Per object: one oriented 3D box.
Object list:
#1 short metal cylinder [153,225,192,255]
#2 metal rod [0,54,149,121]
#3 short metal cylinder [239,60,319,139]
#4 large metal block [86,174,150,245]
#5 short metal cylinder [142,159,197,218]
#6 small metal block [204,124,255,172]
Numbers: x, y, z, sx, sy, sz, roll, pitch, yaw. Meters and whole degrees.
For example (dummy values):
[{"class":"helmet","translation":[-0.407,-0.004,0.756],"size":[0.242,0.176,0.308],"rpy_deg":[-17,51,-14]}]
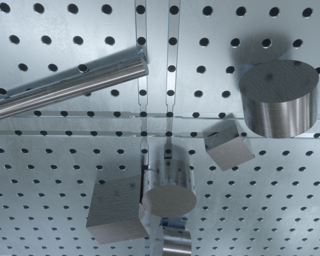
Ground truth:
[{"class":"short metal cylinder","translation":[0.020,0.223,0.565],"size":[0.050,0.080,0.079],"rpy_deg":[12,129,-10]},{"class":"metal rod","translation":[-0.159,-0.034,0.381],"size":[0.301,0.025,0.025],"rpy_deg":[-15,129,12]},{"class":"short metal cylinder","translation":[0.133,-0.034,0.348],"size":[0.080,0.080,0.050],"rpy_deg":[-13,129,10]},{"class":"large metal block","translation":[-0.061,0.126,0.482],"size":[0.080,0.080,0.050],"rpy_deg":[-13,129,11]},{"class":"short metal cylinder","translation":[0.014,0.093,0.474],"size":[0.081,0.050,0.079],"rpy_deg":[0,130,0]},{"class":"small metal block","translation":[0.098,0.029,0.437],"size":[0.050,0.025,0.050],"rpy_deg":[-28,125,22]}]
